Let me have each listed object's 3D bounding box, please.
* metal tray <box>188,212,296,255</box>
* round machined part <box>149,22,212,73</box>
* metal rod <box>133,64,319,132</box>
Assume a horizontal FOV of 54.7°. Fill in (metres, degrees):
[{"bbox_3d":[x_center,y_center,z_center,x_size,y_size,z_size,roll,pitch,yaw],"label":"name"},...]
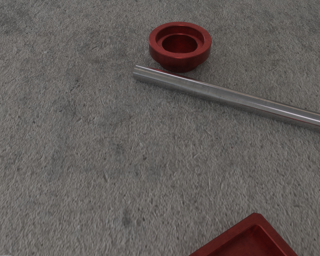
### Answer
[{"bbox_3d":[0.067,0.147,0.276,0.131,0.030,0.090,-25,55,-20],"label":"metal tray"},{"bbox_3d":[0.032,-0.126,0.499,0.099,0.042,0.098,0,50,0],"label":"round machined part"},{"bbox_3d":[0.103,-0.042,0.439,0.301,0.025,0.025,18,52,14],"label":"metal rod"}]
